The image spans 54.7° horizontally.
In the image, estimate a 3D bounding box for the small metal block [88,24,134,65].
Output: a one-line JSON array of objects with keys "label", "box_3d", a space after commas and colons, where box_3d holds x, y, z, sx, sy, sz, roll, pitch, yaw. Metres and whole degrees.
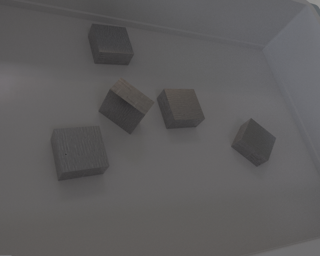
[{"label": "small metal block", "box_3d": [-0.070, -0.118, 0.440, 0.050, 0.025, 0.050, -4, 64, -30]}]

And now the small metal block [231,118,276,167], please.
[{"label": "small metal block", "box_3d": [0.142, 0.022, 0.469, 0.050, 0.025, 0.050, 38, 51, -3]}]

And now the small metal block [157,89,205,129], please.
[{"label": "small metal block", "box_3d": [0.029, -0.028, 0.438, 0.050, 0.025, 0.050, -3, 63, -30]}]

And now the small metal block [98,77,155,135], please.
[{"label": "small metal block", "box_3d": [-0.042, -0.026, 0.383, 0.050, 0.050, 0.025, 37, 51, -4]}]

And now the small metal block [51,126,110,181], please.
[{"label": "small metal block", "box_3d": [-0.089, 0.027, 0.341, 0.050, 0.025, 0.050, -5, 64, -30]}]
